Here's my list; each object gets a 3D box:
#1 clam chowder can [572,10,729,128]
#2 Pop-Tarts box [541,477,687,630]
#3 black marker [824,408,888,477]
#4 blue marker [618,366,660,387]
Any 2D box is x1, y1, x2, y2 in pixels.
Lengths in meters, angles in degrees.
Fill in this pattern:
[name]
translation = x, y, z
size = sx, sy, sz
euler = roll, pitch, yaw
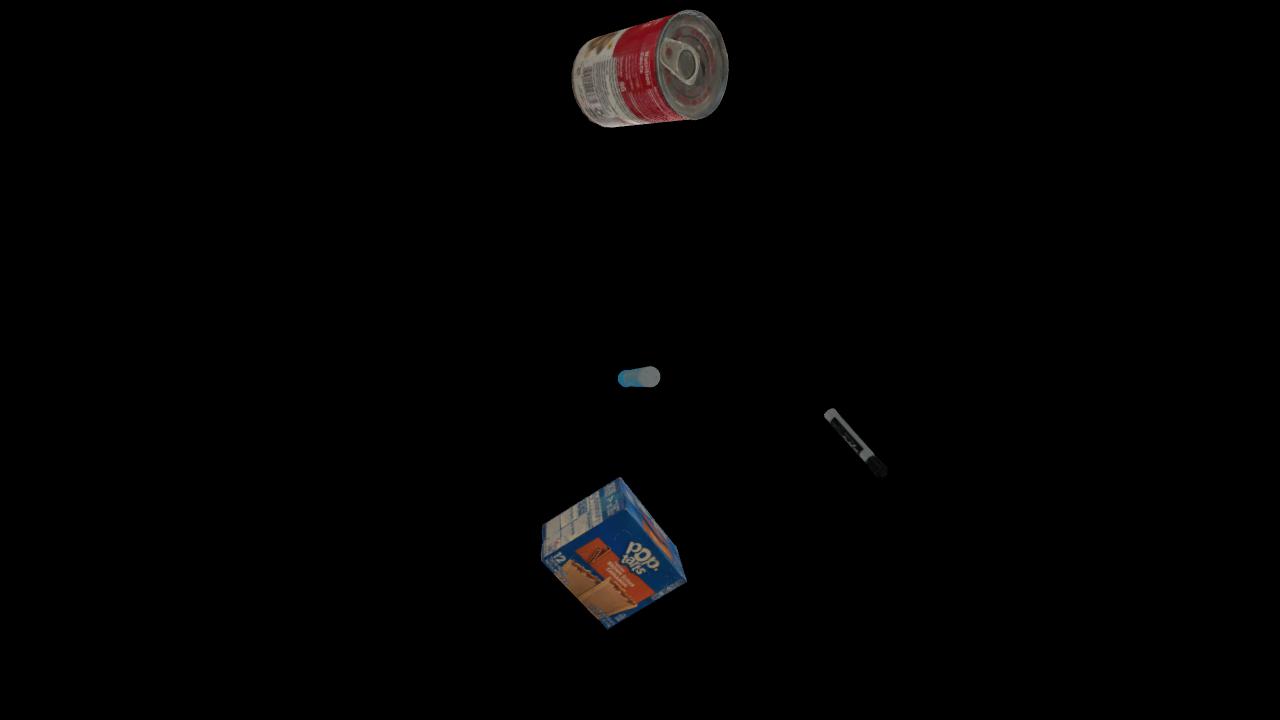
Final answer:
[clam chowder can]
translation = 0.004, -0.207, 0.448
size = 0.068, 0.068, 0.102
euler = 0, 12, -41
[Pop-Tarts box]
translation = -0.038, 0.280, 0.888
size = 0.141, 0.167, 0.083
euler = -32, 25, 5
[black marker]
translation = 0.296, 0.113, 0.843
size = 0.020, 0.020, 0.121
euler = 0, 38, -29
[blue marker]
translation = -0.003, 0.017, 0.605
size = 0.020, 0.020, 0.121
euler = 0, -2, -12
